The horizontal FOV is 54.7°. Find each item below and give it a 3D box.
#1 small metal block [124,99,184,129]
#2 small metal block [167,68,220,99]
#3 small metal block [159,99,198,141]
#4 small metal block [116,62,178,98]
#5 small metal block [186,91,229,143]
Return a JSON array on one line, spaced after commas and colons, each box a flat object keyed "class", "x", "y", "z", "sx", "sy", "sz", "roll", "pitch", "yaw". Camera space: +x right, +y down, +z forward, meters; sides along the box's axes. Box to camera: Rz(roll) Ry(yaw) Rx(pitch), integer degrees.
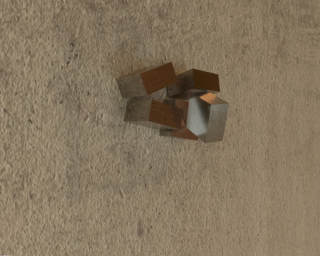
[{"class": "small metal block", "x": -0.008, "y": -0.015, "z": 0.381, "sx": 0.050, "sy": 0.050, "sz": 0.025, "roll": 14, "pitch": 81, "yaw": -39}, {"class": "small metal block", "x": 0.045, "y": -0.058, "z": 0.423, "sx": 0.050, "sy": 0.050, "sz": 0.025, "roll": 3, "pitch": 78, "yaw": -40}, {"class": "small metal block", "x": 0.029, "y": -0.010, "z": 0.429, "sx": 0.050, "sy": 0.025, "sz": 0.050, "roll": 10, "pitch": 83, "yaw": -40}, {"class": "small metal block", "x": -0.016, "y": -0.058, "z": 0.374, "sx": 0.050, "sy": 0.050, "sz": 0.025, "roll": -29, "pitch": 109, "yaw": -36}, {"class": "small metal block", "x": 0.059, "y": -0.015, "z": 0.392, "sx": 0.025, "sy": 0.050, "sz": 0.050, "roll": -6, "pitch": 116, "yaw": -24}]
